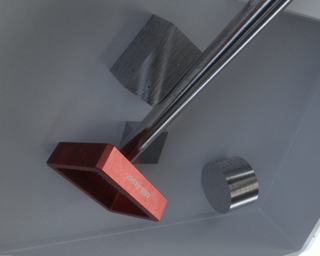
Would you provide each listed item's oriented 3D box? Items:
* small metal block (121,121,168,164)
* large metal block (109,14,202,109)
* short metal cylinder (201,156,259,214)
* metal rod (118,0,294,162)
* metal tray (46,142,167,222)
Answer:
[{"bbox_3d":[-0.023,0.020,0.410,0.050,0.025,0.050,4,116,-31],"label":"small metal block"},{"bbox_3d":[0.004,-0.067,0.355,0.080,0.050,0.080,33,99,-39],"label":"large metal block"},{"bbox_3d":[0.109,0.089,0.490,0.050,0.080,0.079,-12,124,-23],"label":"short metal cylinder"},{"bbox_3d":[0.032,-0.043,0.296,0.025,0.025,0.298,14,136,-35],"label":"metal rod"},{"bbox_3d":[-0.060,0.067,0.376,0.130,0.090,0.030,52,49,-40],"label":"metal tray"}]
